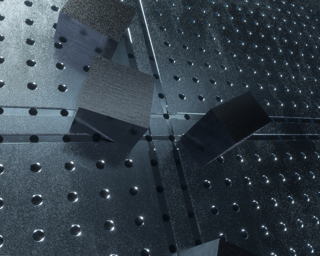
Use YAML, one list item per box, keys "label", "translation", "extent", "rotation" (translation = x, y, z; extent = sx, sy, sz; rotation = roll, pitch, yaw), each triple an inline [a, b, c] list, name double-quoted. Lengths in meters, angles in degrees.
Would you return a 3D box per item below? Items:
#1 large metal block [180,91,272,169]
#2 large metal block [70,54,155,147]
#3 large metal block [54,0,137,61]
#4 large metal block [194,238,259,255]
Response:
- label: "large metal block"
  translation: [0.087, 0.003, 0.418]
  extent: [0.081, 0.080, 0.050]
  rotation: [-24, 75, -36]
- label: "large metal block"
  translation: [-0.056, -0.032, 0.381]
  extent: [0.080, 0.050, 0.080]
  rotation: [18, 55, -18]
- label: "large metal block"
  translation: [-0.088, -0.146, 0.433]
  extent: [0.080, 0.050, 0.080]
  rotation: [27, 53, -12]
- label: "large metal block"
  translation: [0.076, 0.175, 0.326]
  extent: [0.080, 0.050, 0.080]
  rotation: [27, 52, -11]
